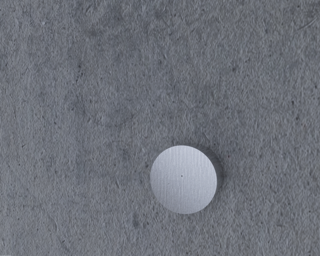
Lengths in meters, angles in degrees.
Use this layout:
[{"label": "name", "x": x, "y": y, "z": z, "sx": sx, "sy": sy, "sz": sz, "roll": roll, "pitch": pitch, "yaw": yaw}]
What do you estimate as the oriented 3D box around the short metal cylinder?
[{"label": "short metal cylinder", "x": 0.035, "y": 0.060, "z": 0.384, "sx": 0.080, "sy": 0.050, "sz": 0.080, "roll": 0, "pitch": 90, "yaw": 20}]
